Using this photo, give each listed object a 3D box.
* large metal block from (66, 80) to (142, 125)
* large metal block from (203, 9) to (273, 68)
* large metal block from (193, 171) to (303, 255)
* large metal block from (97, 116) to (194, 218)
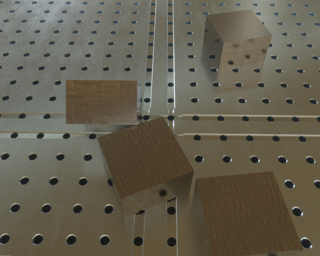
[{"bbox_3d":[-0.065,-0.031,0.390,0.080,0.080,0.050,1,93,1],"label":"large metal block"},{"bbox_3d":[0.126,-0.150,0.518,0.081,0.050,0.080,-10,51,-9],"label":"large metal block"},{"bbox_3d":[0.081,0.094,0.313,0.080,0.050,0.080,-5,50,-4],"label":"large metal block"},{"bbox_3d":[-0.018,0.043,0.353,0.081,0.050,0.080,-19,55,-15],"label":"large metal block"}]
